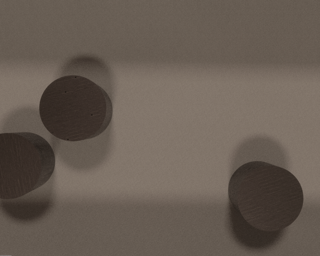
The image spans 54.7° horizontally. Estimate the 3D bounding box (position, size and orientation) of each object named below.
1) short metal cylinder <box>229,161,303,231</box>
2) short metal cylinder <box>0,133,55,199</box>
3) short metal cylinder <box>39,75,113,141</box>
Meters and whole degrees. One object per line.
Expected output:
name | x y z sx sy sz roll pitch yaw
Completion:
short metal cylinder | 0.134 0.085 0.401 0.081 0.050 0.079 0 90 -1
short metal cylinder | -0.183 0.046 0.397 0.081 0.050 0.079 0 90 -1
short metal cylinder | -0.105 -0.024 0.398 0.081 0.050 0.079 0 90 -1
